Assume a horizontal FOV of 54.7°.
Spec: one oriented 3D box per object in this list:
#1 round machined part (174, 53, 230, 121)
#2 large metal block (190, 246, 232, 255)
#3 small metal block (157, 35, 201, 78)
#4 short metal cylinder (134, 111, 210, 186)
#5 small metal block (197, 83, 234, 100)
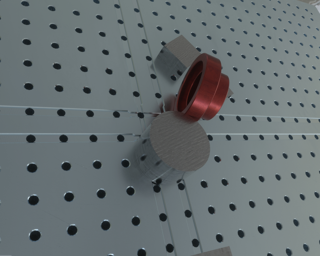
[{"bbox_3d":[0.059,-0.049,0.424,0.042,0.097,0.098,21,54,-13],"label":"round machined part"},{"bbox_3d":[0.036,0.165,0.293,0.050,0.080,0.080,-1,62,-29],"label":"large metal block"},{"bbox_3d":[0.033,-0.116,0.499,0.050,0.025,0.050,46,51,3],"label":"small metal block"},{"bbox_3d":[0.015,0.026,0.386,0.081,0.050,0.080,14,56,-21],"label":"short metal cylinder"},{"bbox_3d":[0.080,-0.059,0.489,0.050,0.025,0.050,-30,79,-38],"label":"small metal block"}]
